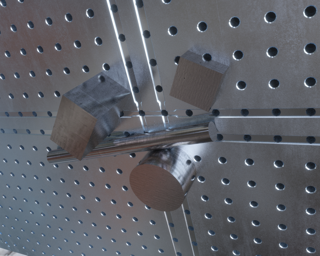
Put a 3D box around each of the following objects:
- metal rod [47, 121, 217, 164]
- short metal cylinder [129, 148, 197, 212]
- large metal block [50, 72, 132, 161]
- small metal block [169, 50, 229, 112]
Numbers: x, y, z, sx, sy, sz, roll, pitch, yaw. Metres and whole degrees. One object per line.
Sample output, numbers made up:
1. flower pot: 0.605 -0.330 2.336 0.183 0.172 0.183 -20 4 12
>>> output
1. metal rod: -0.061 0.027 0.458 0.300 0.025 0.025 -11 113 32
2. short metal cylinder: 0.005 0.069 0.434 0.080 0.050 0.079 13 124 20
3. large metal block: -0.092 -0.017 0.412 0.050 0.080 0.079 35 129 5
4. small metal block: 0.044 -0.054 0.354 0.050 0.025 0.050 25 127 12
